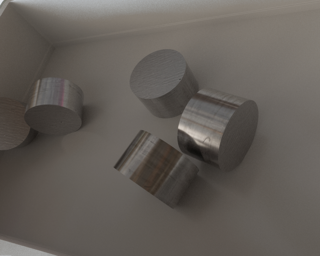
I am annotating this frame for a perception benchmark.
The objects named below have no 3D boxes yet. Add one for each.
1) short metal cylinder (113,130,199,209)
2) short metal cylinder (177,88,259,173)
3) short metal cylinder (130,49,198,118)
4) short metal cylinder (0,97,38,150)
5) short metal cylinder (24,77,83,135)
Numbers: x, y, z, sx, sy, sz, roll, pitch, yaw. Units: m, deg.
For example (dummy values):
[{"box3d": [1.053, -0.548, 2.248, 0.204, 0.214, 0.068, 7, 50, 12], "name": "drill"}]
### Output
[{"box3d": [-0.004, 0.046, 0.344, 0.080, 0.080, 0.050, 27, 77, 37], "name": "short metal cylinder"}, {"box3d": [0.064, 0.001, 0.335, 0.050, 0.080, 0.080, 23, 74, 36], "name": "short metal cylinder"}, {"box3d": [0.006, -0.060, 0.422, 0.080, 0.050, 0.080, -13, 56, 20], "name": "short metal cylinder"}, {"box3d": [-0.239, -0.006, 0.490, 0.081, 0.050, 0.079, 0, 89, -7], "name": "short metal cylinder"}, {"box3d": [-0.159, -0.031, 0.471, 0.080, 0.080, 0.050, -17, 55, 18], "name": "short metal cylinder"}]
